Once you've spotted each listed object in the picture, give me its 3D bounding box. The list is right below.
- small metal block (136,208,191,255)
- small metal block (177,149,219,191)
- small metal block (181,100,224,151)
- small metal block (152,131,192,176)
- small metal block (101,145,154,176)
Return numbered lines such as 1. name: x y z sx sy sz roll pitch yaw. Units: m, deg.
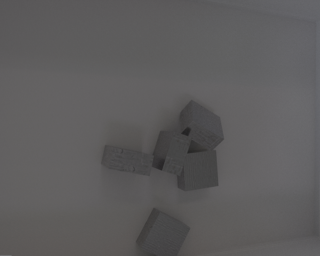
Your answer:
1. small metal block: 0.004 0.142 0.412 0.050 0.025 0.050 32 80 -17
2. small metal block: 0.051 0.057 0.429 0.050 0.025 0.050 -5 92 -20
3. small metal block: 0.056 -0.004 0.416 0.050 0.050 0.025 30 123 -18
4. small metal block: 0.013 0.031 0.402 0.025 0.050 0.050 20 84 -19
5. small metal block: -0.041 0.039 0.382 0.050 0.050 0.025 13 86 -20
